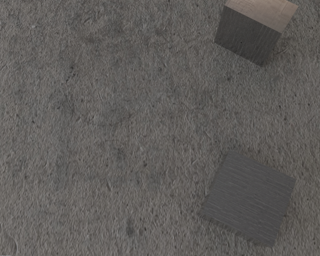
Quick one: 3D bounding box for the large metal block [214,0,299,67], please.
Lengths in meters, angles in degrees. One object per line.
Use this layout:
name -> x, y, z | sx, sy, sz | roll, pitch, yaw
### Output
large metal block -> 0.129, -0.143, 0.432 | 0.080, 0.080, 0.050 | 31, 73, 10

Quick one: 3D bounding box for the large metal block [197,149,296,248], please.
large metal block -> 0.100, 0.083, 0.365 | 0.080, 0.050, 0.080 | 25, 72, 8
